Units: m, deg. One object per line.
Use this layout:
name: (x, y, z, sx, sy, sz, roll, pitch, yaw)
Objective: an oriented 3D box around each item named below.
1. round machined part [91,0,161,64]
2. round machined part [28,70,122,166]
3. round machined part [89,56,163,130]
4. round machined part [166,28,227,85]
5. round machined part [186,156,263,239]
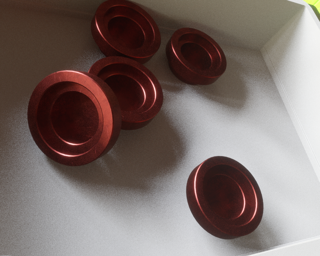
round machined part: (-0.052, -0.131, 0.444, 0.099, 0.042, 0.098, 14, 61, -26)
round machined part: (-0.086, -0.012, 0.332, 0.098, 0.098, 0.042, 48, 17, 5)
round machined part: (-0.049, -0.040, 0.394, 0.099, 0.042, 0.098, 14, 56, -21)
round machined part: (0.053, -0.108, 0.491, 0.099, 0.042, 0.098, 14, 56, -21)
round machined part: (0.075, 0.087, 0.384, 0.099, 0.042, 0.098, 14, 56, -21)
